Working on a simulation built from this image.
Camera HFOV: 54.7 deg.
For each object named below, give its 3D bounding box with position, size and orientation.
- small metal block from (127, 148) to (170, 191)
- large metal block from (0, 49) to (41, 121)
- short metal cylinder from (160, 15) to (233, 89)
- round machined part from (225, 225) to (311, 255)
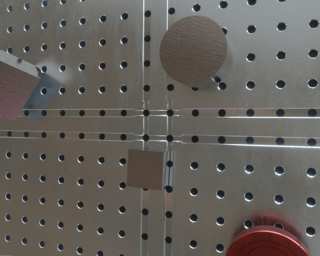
[{"bbox_3d":[-0.016,0.055,0.418,0.050,0.025,0.050,3,91,20],"label":"small metal block"},{"bbox_3d":[-0.239,-0.068,0.460,0.080,0.080,0.050,-53,45,12],"label":"large metal block"},{"bbox_3d":[0.046,-0.091,0.383,0.080,0.050,0.080,0,90,20],"label":"short metal cylinder"},{"bbox_3d":[0.126,0.161,0.359,0.098,0.042,0.097,0,90,20],"label":"round machined part"}]
